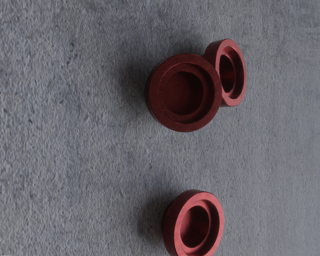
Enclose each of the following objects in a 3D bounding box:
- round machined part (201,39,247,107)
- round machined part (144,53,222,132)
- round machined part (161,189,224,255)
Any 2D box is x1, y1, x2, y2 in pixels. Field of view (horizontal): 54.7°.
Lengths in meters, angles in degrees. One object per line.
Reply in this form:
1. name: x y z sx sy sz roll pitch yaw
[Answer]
1. round machined part: 0.088 -0.079 0.460 0.099 0.042 0.097 2 87 -50
2. round machined part: 0.027 -0.045 0.402 0.099 0.042 0.097 -3 99 -19
3. round machined part: 0.041 0.133 0.428 0.099 0.042 0.097 0 90 -40
